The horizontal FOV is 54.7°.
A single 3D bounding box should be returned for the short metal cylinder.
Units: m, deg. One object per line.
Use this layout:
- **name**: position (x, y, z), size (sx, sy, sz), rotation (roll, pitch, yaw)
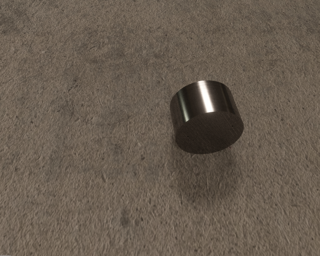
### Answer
- **short metal cylinder**: position (0.055, -0.011, 0.378), size (0.081, 0.080, 0.050), rotation (-5, 51, -5)
